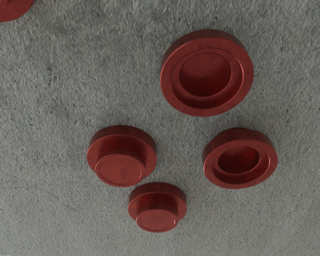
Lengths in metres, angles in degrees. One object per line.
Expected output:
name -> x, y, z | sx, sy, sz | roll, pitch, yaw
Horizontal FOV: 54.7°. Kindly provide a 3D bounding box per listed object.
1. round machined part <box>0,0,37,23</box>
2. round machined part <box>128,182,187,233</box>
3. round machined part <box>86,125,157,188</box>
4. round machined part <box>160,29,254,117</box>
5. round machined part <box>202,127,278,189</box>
round machined part -> -0.160, -0.141, 0.275 | 0.099, 0.042, 0.097 | 0, 130, 0
round machined part -> -0.004, 0.137, 0.512 | 0.099, 0.042, 0.097 | 0, 130, 0
round machined part -> -0.054, 0.046, 0.435 | 0.099, 0.042, 0.097 | 0, 130, 0
round machined part -> 0.049, -0.063, 0.343 | 0.099, 0.042, 0.097 | 0, 130, 0
round machined part -> 0.107, 0.038, 0.429 | 0.099, 0.042, 0.097 | 0, 130, 0
